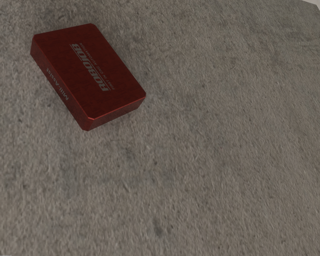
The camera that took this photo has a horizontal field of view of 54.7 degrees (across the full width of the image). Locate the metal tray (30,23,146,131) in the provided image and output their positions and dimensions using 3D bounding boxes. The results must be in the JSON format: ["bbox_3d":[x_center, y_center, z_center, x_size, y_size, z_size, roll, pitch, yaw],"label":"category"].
[{"bbox_3d":[-0.090,-0.069,0.395,0.091,0.030,0.130,-29,78,-38],"label":"metal tray"}]
